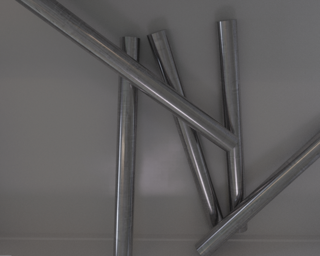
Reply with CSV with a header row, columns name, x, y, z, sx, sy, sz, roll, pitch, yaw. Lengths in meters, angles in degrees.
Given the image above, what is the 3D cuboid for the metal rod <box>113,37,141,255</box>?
name,x,y,z,sx,sy,sz,roll,pitch,yaw
metal rod,-0.043,0.040,0.389,0.025,0.025,0.298,2,97,-1

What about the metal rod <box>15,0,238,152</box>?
name,x,y,z,sx,sy,sz,roll,pitch,yaw
metal rod,-0.028,-0.062,0.353,0.301,0.025,0.025,35,106,-16

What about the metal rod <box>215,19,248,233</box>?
name,x,y,z,sx,sy,sz,roll,pitch,yaw
metal rod,0.098,0.012,0.416,0.025,0.025,0.298,-8,110,3

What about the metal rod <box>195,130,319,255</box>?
name,x,y,z,sx,sy,sz,roll,pitch,yaw
metal rod,0.164,0.069,0.419,0.025,0.025,0.300,43,97,-14

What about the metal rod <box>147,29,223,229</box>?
name,x,y,z,sx,sy,sz,roll,pitch,yaw
metal rod,0.042,0.019,0.418,0.025,0.025,0.298,-17,109,6
